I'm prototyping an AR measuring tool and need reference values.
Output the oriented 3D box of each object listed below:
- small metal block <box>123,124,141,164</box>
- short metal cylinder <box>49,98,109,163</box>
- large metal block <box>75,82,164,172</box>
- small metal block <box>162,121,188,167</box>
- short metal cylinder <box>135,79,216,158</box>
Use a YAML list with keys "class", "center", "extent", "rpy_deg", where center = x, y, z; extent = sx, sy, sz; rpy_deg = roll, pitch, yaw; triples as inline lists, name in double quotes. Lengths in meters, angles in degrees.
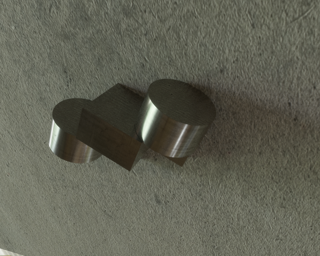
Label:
- class: "small metal block"
  center: [-0.047, 0.021, 0.447]
  extent: [0.050, 0.025, 0.050]
  rpy_deg: [31, 128, 8]
- class: "short metal cylinder"
  center: [-0.111, 0.003, 0.433]
  extent: [0.080, 0.080, 0.050]
  rpy_deg: [31, 128, 8]
- class: "large metal block"
  center: [-0.046, -0.004, 0.395]
  extent: [0.080, 0.080, 0.050]
  rpy_deg: [31, 128, 8]
- class: "small metal block"
  center: [0.021, 0.015, 0.407]
  extent: [0.050, 0.025, 0.050]
  rpy_deg: [31, 128, 8]
- class: "short metal cylinder"
  center: [0.017, -0.013, 0.356]
  extent: [0.080, 0.080, 0.050]
  rpy_deg: [31, 128, 8]
